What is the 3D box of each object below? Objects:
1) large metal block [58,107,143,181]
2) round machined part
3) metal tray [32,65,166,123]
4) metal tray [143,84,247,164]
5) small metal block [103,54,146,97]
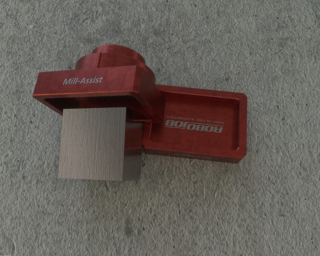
[{"bbox_3d":[-0.068,0.020,0.368,0.080,0.050,0.080,0,82,18],"label":"large metal block"},{"bbox_3d":[-0.054,-0.066,0.383,0.099,0.098,0.042,6,70,2],"label":"round machined part"},{"bbox_3d":[-0.068,-0.035,0.369,0.130,0.090,0.030,0,70,19],"label":"metal tray"},{"bbox_3d":[0.046,-0.006,0.409,0.131,0.030,0.090,6,70,2],"label":"metal tray"},{"bbox_3d":[-0.049,-0.074,0.436,0.050,0.025,0.050,6,70,2],"label":"small metal block"}]
